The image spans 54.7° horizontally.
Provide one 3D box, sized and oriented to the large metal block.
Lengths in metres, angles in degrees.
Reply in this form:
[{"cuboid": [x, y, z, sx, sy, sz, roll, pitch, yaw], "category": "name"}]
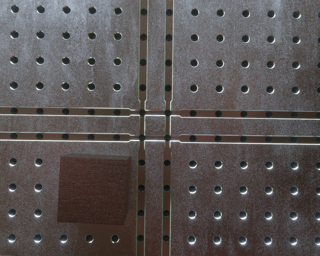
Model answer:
[{"cuboid": [-0.082, 0.076, 0.400, 0.081, 0.050, 0.079, 3, 90, -1], "category": "large metal block"}]
